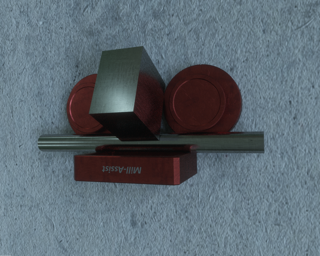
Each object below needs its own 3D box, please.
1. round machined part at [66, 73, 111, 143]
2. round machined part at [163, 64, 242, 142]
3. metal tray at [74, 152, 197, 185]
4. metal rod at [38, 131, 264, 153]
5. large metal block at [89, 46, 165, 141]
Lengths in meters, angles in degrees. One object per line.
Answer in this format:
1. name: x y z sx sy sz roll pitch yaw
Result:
1. round machined part: -0.088 -0.027 0.429 0.098 0.042 0.097 0 90 19
2. round machined part: 0.050 -0.030 0.382 0.098 0.042 0.097 0 90 19
3. metal tray: -0.027 0.046 0.384 0.130 0.090 0.030 -1 90 19
4. metal rod: -0.025 0.019 0.396 0.301 0.025 0.025 -1 90 19
5. large metal block: -0.033 -0.036 0.363 0.050 0.080 0.080 -2 66 19
